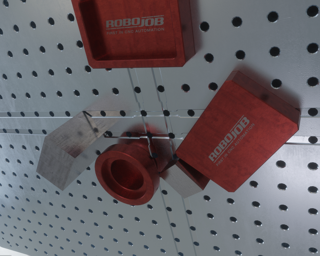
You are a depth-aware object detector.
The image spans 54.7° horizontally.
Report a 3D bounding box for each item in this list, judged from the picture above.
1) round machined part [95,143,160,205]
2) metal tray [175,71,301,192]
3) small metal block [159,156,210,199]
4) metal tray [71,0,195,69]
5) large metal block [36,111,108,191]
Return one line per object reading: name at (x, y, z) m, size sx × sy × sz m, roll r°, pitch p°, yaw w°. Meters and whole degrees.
round machined part at (-0.045, 0.064, 0.464) m, size 0.098 × 0.042 × 0.097 m, roll 13°, pitch 124°, yaw 21°
metal tray at (0.087, 0.009, 0.368) m, size 0.090 × 0.030 × 0.129 m, roll 35°, pitch 129°, yaw 5°
small metal block at (0.034, 0.066, 0.427) m, size 0.050 × 0.025 × 0.050 m, roll 43°, pitch 144°, yaw -3°
metal tray at (-0.031, -0.116, 0.352) m, size 0.130 × 0.030 × 0.089 m, roll 4°, pitch 121°, yaw 26°
large metal block at (-0.132, 0.033, 0.466) m, size 0.050 × 0.080 × 0.079 m, roll 35°, pitch 129°, yaw 5°
